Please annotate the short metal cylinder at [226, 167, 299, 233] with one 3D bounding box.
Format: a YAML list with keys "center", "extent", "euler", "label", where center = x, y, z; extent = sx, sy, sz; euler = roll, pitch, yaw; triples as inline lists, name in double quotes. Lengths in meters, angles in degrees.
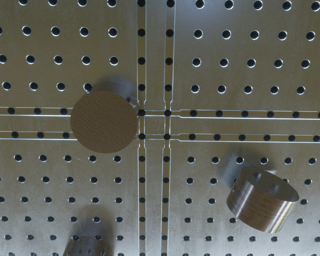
- center: [0.138, 0.095, 0.421]
  extent: [0.080, 0.080, 0.050]
  euler: [18, 109, -7]
  label: "short metal cylinder"

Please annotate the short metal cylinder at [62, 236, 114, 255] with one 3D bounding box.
- center: [-0.115, 0.216, 0.478]
  extent: [0.081, 0.050, 0.079]
  euler: [0, 110, -1]
  label: "short metal cylinder"

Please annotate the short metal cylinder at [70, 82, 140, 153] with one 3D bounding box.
- center: [-0.067, -0.014, 0.394]
  extent: [0.081, 0.050, 0.079]
  euler: [0, 110, -1]
  label: "short metal cylinder"
